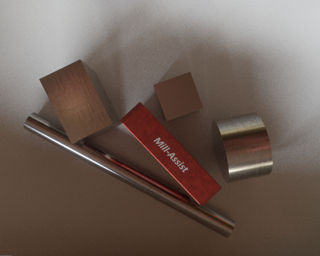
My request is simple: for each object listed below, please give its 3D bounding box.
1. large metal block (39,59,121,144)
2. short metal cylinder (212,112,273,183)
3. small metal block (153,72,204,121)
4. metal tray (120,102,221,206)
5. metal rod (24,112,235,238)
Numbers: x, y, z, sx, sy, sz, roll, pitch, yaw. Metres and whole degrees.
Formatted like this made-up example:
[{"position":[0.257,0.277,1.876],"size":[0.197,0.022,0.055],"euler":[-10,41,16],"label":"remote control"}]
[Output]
[{"position":[-0.093,-0.029,0.381],"size":[0.050,0.080,0.080],"euler":[-26,90,0],"label":"large metal block"},{"position":[0.099,0.024,0.384],"size":[0.050,0.080,0.080],"euler":[-12,90,1],"label":"short metal cylinder"},{"position":[0.024,-0.040,0.409],"size":[0.050,0.025,0.050],"euler":[-20,90,-1],"label":"small metal block"},{"position":[0.012,0.029,0.377],"size":[0.030,0.090,0.130],"euler":[-44,91,0],"label":"metal tray"},{"position":[-0.039,0.062,0.410],"size":[0.301,0.025,0.025],"euler":[29,90,-1],"label":"metal rod"}]
